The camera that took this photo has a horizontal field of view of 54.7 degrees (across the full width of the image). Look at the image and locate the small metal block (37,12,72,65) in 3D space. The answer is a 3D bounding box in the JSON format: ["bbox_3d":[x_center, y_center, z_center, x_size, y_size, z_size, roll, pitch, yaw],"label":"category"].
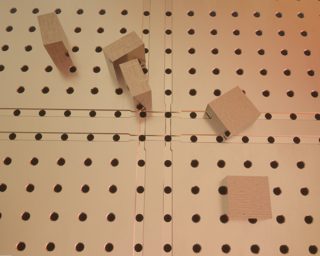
[{"bbox_3d":[-0.150,-0.127,0.443,0.025,0.050,0.050,-16,71,-6],"label":"small metal block"}]

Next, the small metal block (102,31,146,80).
[{"bbox_3d":[-0.049,-0.101,0.435,0.050,0.050,0.025,-33,74,-12],"label":"small metal block"}]

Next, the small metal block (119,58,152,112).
[{"bbox_3d":[-0.032,-0.057,0.419,0.025,0.050,0.050,-21,72,-8],"label":"small metal block"}]

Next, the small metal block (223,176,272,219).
[{"bbox_3d":[0.107,0.086,0.382,0.050,0.025,0.050,1,70,0],"label":"small metal block"}]

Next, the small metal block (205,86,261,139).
[{"bbox_3d":[0.098,-0.021,0.421,0.050,0.025,0.050,-31,73,-11],"label":"small metal block"}]
